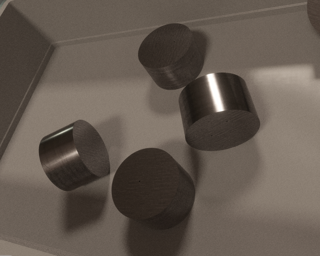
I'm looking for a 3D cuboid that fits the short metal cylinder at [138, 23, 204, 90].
[{"bbox_3d":[0.016,-0.101,0.442,0.080,0.050,0.080,-13,56,20],"label":"short metal cylinder"}]

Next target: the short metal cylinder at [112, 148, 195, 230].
[{"bbox_3d":[-0.007,0.069,0.350,0.080,0.050,0.080,-13,56,20],"label":"short metal cylinder"}]

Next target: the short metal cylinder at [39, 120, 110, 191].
[{"bbox_3d":[-0.109,0.036,0.404,0.050,0.080,0.080,-25,53,13],"label":"short metal cylinder"}]

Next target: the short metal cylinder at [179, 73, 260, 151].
[{"bbox_3d":[0.064,-0.016,0.346,0.080,0.080,0.050,-19,55,17],"label":"short metal cylinder"}]

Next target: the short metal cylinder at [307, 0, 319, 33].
[{"bbox_3d":[0.206,-0.142,0.340,0.080,0.079,0.050,-2,25,27],"label":"short metal cylinder"}]
